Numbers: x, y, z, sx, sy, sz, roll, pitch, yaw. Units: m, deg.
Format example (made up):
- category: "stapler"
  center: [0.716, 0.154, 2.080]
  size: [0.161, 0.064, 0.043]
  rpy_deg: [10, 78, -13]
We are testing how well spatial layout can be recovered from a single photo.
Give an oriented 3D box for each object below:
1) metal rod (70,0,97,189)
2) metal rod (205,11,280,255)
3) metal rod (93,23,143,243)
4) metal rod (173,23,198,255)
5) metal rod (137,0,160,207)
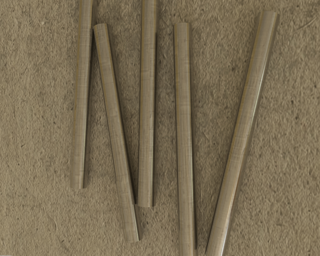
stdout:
- category: "metal rod"
  center: [-0.110, -0.063, 0.447]
  size: [0.025, 0.025, 0.298]
  rpy_deg: [4, 91, 20]
- category: "metal rod"
  center: [0.098, 0.013, 0.374]
  size: [0.025, 0.025, 0.298]
  rpy_deg: [13, 94, 19]
- category: "metal rod"
  center: [-0.059, 0.005, 0.429]
  size: [0.025, 0.025, 0.298]
  rpy_deg: [-10, 87, 20]
- category: "metal rod"
  center: [0.033, 0.018, 0.397]
  size: [0.025, 0.025, 0.298]
  rpy_deg: [-2, 89, 20]
- category: "metal rod"
  center: [-0.015, -0.046, 0.414]
  size: [0.025, 0.025, 0.298]
  rpy_deg: [1, 90, 20]
